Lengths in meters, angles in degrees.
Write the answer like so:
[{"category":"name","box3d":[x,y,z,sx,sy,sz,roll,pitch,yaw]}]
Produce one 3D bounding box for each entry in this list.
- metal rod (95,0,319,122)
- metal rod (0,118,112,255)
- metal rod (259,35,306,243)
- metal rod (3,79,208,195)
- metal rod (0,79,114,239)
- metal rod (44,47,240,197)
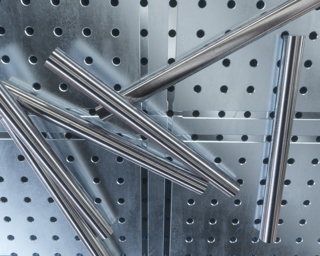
[{"category":"metal rod","box3d":[0.054,-0.087,0.381,0.300,0.025,0.025,-27,108,9]},{"category":"metal rod","box3d":[-0.136,0.110,0.452,0.025,0.025,0.299,-23,109,8]},{"category":"metal rod","box3d":[0.163,0.028,0.424,0.025,0.025,0.298,-1,110,0]},{"category":"metal rod","box3d":[-0.070,0.017,0.418,0.301,0.025,0.025,27,108,-10]},{"category":"metal rod","box3d":[-0.148,0.040,0.409,0.025,0.025,0.299,-25,115,9]},{"category":"metal rod","box3d":[-0.007,0.005,0.394,0.301,0.025,0.025,37,106,-21]}]
